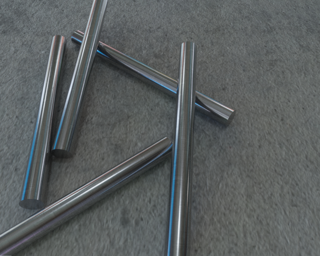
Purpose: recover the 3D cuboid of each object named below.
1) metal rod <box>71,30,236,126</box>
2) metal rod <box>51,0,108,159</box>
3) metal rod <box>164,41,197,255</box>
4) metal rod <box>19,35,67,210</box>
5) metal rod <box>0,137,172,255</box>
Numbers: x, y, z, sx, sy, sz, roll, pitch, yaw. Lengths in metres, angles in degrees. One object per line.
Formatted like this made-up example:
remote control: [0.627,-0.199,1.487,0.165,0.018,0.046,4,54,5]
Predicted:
metal rod: [-0.024,-0.084,0.473,0.300,0.025,0.025,31,56,23]
metal rod: [-0.111,-0.094,0.457,0.025,0.025,0.300,3,57,2]
metal rod: [0.029,0.006,0.377,0.025,0.025,0.300,4,57,3]
metal rod: [-0.154,-0.032,0.428,0.025,0.025,0.300,-4,50,-4]
metal rod: [-0.109,0.091,0.325,0.302,0.025,0.025,-30,57,-23]
